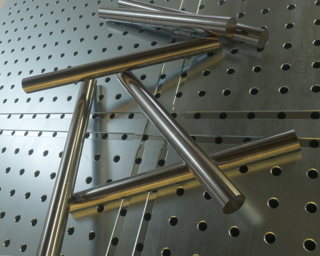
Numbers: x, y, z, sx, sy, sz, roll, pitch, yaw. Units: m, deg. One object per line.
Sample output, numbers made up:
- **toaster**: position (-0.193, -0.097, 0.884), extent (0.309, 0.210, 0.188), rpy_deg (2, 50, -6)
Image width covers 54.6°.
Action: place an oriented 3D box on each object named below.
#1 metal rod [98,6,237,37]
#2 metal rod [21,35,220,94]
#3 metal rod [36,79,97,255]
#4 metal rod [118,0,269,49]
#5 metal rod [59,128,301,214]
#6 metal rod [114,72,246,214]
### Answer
- **metal rod**: position (-0.008, -0.178, 0.505), extent (0.300, 0.025, 0.025), rpy_deg (24, 75, 42)
- **metal rod**: position (-0.063, -0.094, 0.464), extent (0.301, 0.025, 0.025), rpy_deg (-11, 56, 8)
- **metal rod**: position (-0.121, 0.037, 0.427), extent (0.025, 0.025, 0.300), rpy_deg (-16, 48, 19)
- **metal rod**: position (0.033, -0.177, 0.499), extent (0.300, 0.025, 0.025), rpy_deg (30, 78, 37)
- **metal rod**: position (0.007, 0.058, 0.369), extent (0.300, 0.025, 0.025), rpy_deg (-19, 55, 17)
- **metal rod**: position (0.003, -0.011, 0.392), extent (0.025, 0.025, 0.300), rpy_deg (-40, 44, 1)
